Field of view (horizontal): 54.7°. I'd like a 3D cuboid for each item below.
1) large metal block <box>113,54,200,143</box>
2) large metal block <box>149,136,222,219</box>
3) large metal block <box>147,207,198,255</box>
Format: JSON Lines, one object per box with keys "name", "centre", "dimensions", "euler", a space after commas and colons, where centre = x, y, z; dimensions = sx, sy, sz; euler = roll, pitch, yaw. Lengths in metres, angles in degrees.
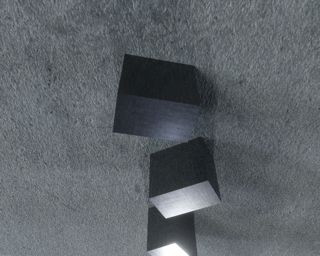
{"name": "large metal block", "centre": [-0.005, -0.034, 0.342], "dimensions": [0.081, 0.080, 0.050], "euler": [8, 130, -7]}
{"name": "large metal block", "centre": [0.033, 0.068, 0.429], "dimensions": [0.080, 0.080, 0.050], "euler": [-21, 127, 16]}
{"name": "large metal block", "centre": [0.021, 0.183, 0.527], "dimensions": [0.050, 0.080, 0.080], "euler": [-24, 126, 19]}
